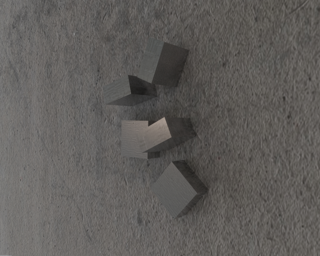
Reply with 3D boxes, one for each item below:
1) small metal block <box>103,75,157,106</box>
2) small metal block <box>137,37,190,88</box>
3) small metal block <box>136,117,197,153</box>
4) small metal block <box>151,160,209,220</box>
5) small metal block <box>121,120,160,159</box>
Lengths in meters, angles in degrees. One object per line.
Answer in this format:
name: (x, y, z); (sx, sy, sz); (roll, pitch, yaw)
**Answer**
small metal block: (-0.041, -0.049, 0.422); (0.050, 0.050, 0.025); (-17, 80, 39)
small metal block: (0.005, -0.080, 0.385); (0.025, 0.050, 0.050); (29, 108, 36)
small metal block: (0.008, 0.009, 0.382); (0.050, 0.050, 0.025); (-30, 72, 36)
small metal block: (0.024, 0.076, 0.386); (0.050, 0.025, 0.050); (50, 119, 28)
small metal block: (-0.027, 0.015, 0.427); (0.050, 0.025, 0.050); (2, 91, 40)
